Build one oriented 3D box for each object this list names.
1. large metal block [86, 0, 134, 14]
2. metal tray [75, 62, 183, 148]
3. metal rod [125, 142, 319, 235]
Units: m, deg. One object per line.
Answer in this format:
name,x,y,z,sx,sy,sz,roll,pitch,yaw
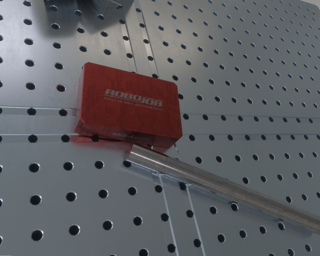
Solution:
large metal block,-0.087,-0.238,0.491,0.080,0.050,0.080,48,51,5
metal tray,-0.038,-0.028,0.402,0.131,0.030,0.090,10,57,-23
metal rod,0.097,0.085,0.408,0.302,0.025,0.025,23,53,-14
